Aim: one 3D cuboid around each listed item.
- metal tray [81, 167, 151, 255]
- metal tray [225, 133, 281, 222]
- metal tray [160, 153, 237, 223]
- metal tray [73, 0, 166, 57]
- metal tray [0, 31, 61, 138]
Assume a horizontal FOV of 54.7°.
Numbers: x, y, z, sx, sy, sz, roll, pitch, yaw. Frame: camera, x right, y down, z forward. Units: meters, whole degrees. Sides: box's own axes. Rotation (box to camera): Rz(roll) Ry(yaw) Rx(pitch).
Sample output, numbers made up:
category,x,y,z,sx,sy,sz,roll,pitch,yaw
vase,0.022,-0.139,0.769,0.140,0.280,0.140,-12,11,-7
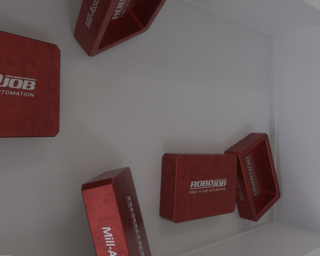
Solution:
category,x,y,z,sx,sy,sz,roll,pitch,yaw
metal tray,-0.039,0.111,0.321,0.030,0.090,0.129,-14,89,5
metal tray,0.164,0.083,0.540,0.091,0.030,0.129,-27,107,-37
metal tray,0.061,0.083,0.454,0.131,0.030,0.089,4,87,-40
metal tray,-0.030,-0.130,0.307,0.091,0.129,0.030,-35,89,-30
metal tray,-0.149,-0.037,0.260,0.131,0.030,0.089,1,90,-52
